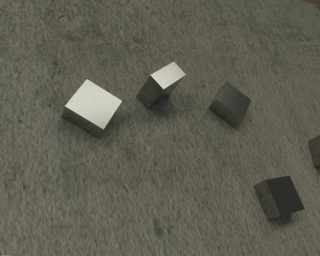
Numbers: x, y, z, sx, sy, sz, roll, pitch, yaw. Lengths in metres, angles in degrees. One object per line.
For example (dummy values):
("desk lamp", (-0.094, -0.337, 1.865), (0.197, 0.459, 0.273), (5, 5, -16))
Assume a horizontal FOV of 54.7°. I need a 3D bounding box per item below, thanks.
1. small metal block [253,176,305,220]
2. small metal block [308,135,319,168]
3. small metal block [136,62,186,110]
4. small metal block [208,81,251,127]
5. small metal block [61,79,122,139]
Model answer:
("small metal block", (0.168, 0.098, 0.437), (0.050, 0.025, 0.050), (-2, 63, -30))
("small metal block", (0.290, 0.045, 0.536), (0.050, 0.025, 0.050), (16, 55, -19))
("small metal block", (0.001, -0.058, 0.425), (0.025, 0.050, 0.050), (48, 51, 5))
("small metal block", (0.111, -0.038, 0.489), (0.050, 0.025, 0.050), (37, 51, -4))
("small metal block", (-0.082, -0.023, 0.375), (0.050, 0.025, 0.050), (32, 51, -8))
